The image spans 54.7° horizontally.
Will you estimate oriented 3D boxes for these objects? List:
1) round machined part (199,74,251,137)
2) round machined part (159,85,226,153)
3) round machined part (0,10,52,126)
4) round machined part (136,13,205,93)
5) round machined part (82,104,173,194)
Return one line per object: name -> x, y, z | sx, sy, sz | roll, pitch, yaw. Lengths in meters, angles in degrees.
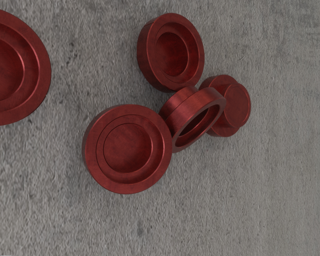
round machined part -> 0.104, -0.034, 0.481 | 0.099, 0.042, 0.097 | 0, 90, -40
round machined part -> 0.035, -0.016, 0.400 | 0.099, 0.097, 0.042 | -26, 64, -37
round machined part -> -0.150, -0.050, 0.268 | 0.099, 0.042, 0.097 | 0, 90, -40
round machined part -> 0.009, -0.094, 0.401 | 0.099, 0.042, 0.097 | 0, 90, -40
round machined part -> -0.039, 0.021, 0.350 | 0.099, 0.042, 0.097 | -3, 96, -24
